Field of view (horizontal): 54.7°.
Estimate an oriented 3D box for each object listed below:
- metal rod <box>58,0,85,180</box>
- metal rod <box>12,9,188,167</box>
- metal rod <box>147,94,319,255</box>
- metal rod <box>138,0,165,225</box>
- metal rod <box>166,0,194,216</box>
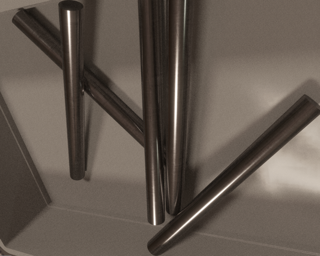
[{"bbox_3d":[-0.117,-0.024,0.426,0.025,0.025,0.298,25,136,12],"label":"metal rod"},{"bbox_3d":[-0.079,-0.044,0.420,0.300,0.025,0.025,44,129,-3],"label":"metal rod"},{"bbox_3d":[0.073,0.076,0.385,0.025,0.025,0.298,39,119,1],"label":"metal rod"},{"bbox_3d":[-0.008,-0.007,0.383,0.025,0.025,0.298,9,115,23],"label":"metal rod"},{"bbox_3d":[0.019,-0.005,0.352,0.025,0.025,0.298,14,129,20],"label":"metal rod"}]
